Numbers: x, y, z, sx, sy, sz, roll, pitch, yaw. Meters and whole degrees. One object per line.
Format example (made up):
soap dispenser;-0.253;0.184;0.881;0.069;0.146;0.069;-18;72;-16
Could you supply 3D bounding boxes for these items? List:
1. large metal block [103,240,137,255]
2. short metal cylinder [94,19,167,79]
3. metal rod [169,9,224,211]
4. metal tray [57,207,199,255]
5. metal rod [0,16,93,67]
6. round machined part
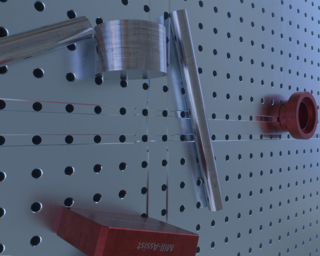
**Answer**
large metal block;-0.043;0.191;0.359;0.080;0.050;0.080;-48;119;-29
short metal cylinder;-0.033;-0.084;0.347;0.081;0.080;0.050;-3;92;-40
metal rod;0.056;-0.019;0.458;0.025;0.025;0.298;-21;103;-38
metal tray;-0.033;0.118;0.341;0.131;0.090;0.030;21;77;-39
metal rod;-0.186;-0.045;0.253;0.302;0.025;0.025;-32;110;-36
round machined part;0.284;-0.025;0.640;0.099;0.042;0.097;0;90;-40
